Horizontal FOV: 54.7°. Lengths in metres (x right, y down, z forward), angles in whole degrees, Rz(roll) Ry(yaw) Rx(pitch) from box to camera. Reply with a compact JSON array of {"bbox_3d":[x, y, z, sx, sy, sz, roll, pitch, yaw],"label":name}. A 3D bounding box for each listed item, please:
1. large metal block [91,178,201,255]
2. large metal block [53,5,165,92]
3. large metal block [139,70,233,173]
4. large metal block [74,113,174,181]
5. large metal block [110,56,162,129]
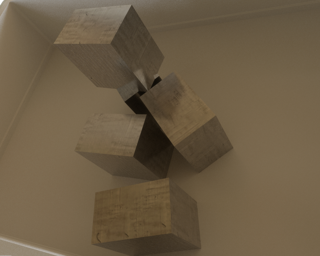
[{"bbox_3d":[-0.011,0.095,0.317,0.080,0.080,0.050,-15,56,19],"label":"large metal block"},{"bbox_3d":[-0.054,-0.087,0.347,0.080,0.080,0.050,10,66,32],"label":"large metal block"},{"bbox_3d":[0.031,-0.006,0.355,0.050,0.080,0.080,-37,53,3],"label":"large metal block"},{"bbox_3d":[-0.039,0.024,0.375,0.080,0.080,0.050,2,63,29],"label":"large metal block"},{"bbox_3d":[-0.022,-0.052,0.412,0.050,0.080,0.080,-37,51,3],"label":"large metal block"}]
